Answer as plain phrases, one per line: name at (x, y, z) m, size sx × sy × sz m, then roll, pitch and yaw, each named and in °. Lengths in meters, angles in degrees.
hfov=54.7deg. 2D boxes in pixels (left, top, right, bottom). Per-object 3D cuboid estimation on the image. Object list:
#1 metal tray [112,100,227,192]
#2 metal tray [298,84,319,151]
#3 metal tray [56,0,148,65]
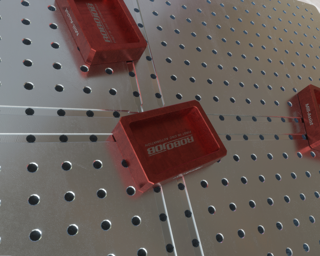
metal tray at (0.015, 0.018, 0.403) m, size 0.131 × 0.030 × 0.090 m, roll -16°, pitch 70°, yaw -35°
metal tray at (0.317, -0.013, 0.587) m, size 0.091 × 0.030 × 0.130 m, roll 17°, pitch 55°, yaw -19°
metal tray at (-0.086, -0.157, 0.455) m, size 0.091 × 0.030 × 0.130 m, roll -16°, pitch 70°, yaw -35°
